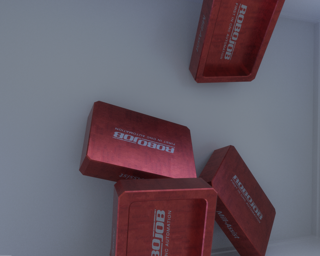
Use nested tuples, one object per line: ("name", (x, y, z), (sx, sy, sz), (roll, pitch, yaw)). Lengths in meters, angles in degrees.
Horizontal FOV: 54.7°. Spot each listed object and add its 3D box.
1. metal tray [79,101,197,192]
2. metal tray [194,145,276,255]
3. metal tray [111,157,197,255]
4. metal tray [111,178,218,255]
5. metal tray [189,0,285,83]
("metal tray", (-0.023, 0.024, 0.372), (0.131, 0.030, 0.090), (16, 44, -20))
("metal tray", (0.107, 0.100, 0.426), (0.130, 0.030, 0.090), (55, 42, -12))
("metal tray", (-0.001, 0.100, 0.368), (0.090, 0.030, 0.130), (26, 41, -18))
("metal tray", (0.001, 0.114, 0.292), (0.091, 0.030, 0.129), (1, 100, -16))
("metal tray", (0.095, -0.120, 0.397), (0.091, 0.030, 0.129), (-4, 134, -14))
